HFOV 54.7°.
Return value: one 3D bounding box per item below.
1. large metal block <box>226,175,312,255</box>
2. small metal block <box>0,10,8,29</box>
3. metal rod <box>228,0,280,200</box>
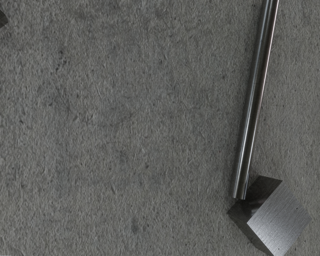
[{"bbox_3d":[0.160,0.129,0.455,0.080,0.050,0.080,-44,104,-15],"label":"large metal block"},{"bbox_3d":[-0.204,-0.122,0.333,0.050,0.025,0.050,-47,105,-14],"label":"small metal block"},{"bbox_3d":[0.140,-0.045,0.460,0.025,0.025,0.298,12,86,-20],"label":"metal rod"}]
